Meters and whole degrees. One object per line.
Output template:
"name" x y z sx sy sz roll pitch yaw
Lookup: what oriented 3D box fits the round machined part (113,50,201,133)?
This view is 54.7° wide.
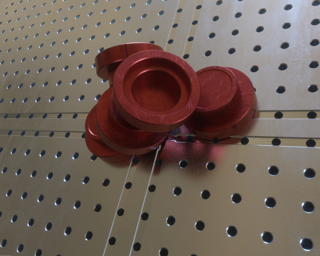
"round machined part" -0.006 -0.039 0.361 0.099 0.042 0.098 4 65 -8

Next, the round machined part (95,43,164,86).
"round machined part" -0.039 -0.080 0.436 0.098 0.098 0.042 -12 83 21

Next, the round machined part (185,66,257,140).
"round machined part" 0.066 -0.038 0.385 0.098 0.042 0.098 -13 56 20

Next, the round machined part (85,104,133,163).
"round machined part" -0.064 -0.005 0.432 0.098 0.042 0.098 -13 56 20

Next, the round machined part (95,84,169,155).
"round machined part" -0.032 -0.018 0.393 0.099 0.042 0.098 6 63 -11
